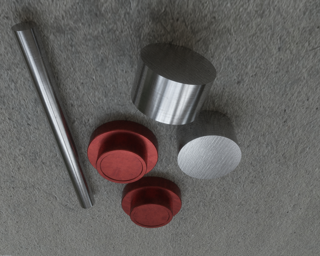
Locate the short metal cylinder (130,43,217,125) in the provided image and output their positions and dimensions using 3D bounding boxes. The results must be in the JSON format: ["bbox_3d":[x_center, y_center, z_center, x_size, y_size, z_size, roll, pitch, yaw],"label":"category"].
[{"bbox_3d":[0.013,-0.049,0.330,0.081,0.080,0.050,11,129,-10],"label":"short metal cylinder"}]

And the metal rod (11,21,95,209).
[{"bbox_3d":[-0.129,0.009,0.412,0.025,0.025,0.298,-3,130,2],"label":"metal rod"}]

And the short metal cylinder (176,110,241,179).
[{"bbox_3d":[0.062,0.023,0.411,0.081,0.050,0.079,0,130,0],"label":"short metal cylinder"}]

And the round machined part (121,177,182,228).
[{"bbox_3d":[-0.014,0.127,0.504,0.099,0.042,0.097,-1,130,0],"label":"round machined part"}]

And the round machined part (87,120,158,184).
[{"bbox_3d":[-0.052,0.040,0.429,0.099,0.042,0.097,-1,130,0],"label":"round machined part"}]
